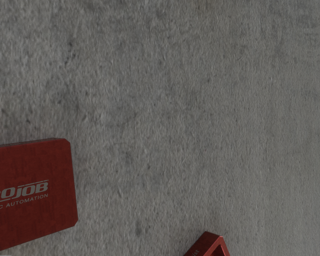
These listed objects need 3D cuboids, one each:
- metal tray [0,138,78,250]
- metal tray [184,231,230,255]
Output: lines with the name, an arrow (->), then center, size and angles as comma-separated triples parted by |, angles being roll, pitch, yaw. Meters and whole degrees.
metal tray -> -0.145, 0.061, 0.281 | 0.131, 0.030, 0.089 | -8, 96, -40
metal tray -> 0.056, 0.228, 0.450 | 0.131, 0.030, 0.090 | -36, 112, -34
